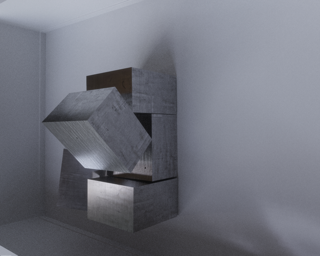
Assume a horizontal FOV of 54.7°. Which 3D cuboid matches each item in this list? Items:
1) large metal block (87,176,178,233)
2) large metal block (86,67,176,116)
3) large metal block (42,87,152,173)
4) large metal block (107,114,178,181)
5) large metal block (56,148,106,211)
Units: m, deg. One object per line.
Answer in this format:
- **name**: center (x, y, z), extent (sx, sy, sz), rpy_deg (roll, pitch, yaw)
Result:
- **large metal block**: center (-0.034, 0.089, 0.394), extent (0.080, 0.081, 0.050), rpy_deg (1, 91, 39)
- **large metal block**: center (-0.036, -0.042, 0.395), extent (0.080, 0.081, 0.050), rpy_deg (-1, 89, 39)
- **large metal block**: center (-0.070, 0.004, 0.351), extent (0.080, 0.080, 0.050), rpy_deg (-1, 45, 39)
- **large metal block**: center (-0.024, 0.023, 0.409), extent (0.080, 0.050, 0.079), rpy_deg (-1, 90, 39)
- **large metal block**: center (-0.107, 0.063, 0.444), extent (0.050, 0.080, 0.079), rpy_deg (9, 98, -4)
